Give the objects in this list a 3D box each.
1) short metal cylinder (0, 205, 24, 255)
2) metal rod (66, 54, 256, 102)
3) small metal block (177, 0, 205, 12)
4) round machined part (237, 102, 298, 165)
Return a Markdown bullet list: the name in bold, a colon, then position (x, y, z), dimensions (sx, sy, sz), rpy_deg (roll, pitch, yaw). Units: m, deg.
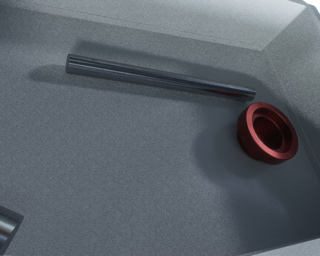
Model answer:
- **short metal cylinder**: position (-0.149, 0.093, 0.233), dimensions (0.050, 0.080, 0.080), rpy_deg (30, 52, -10)
- **metal rod**: position (0.018, -0.070, 0.459), dimensions (0.302, 0.025, 0.025), rpy_deg (5, 60, -26)
- **small metal block**: position (0.058, -0.259, 0.600), dimensions (0.050, 0.025, 0.050), rpy_deg (44, 51, 2)
- **round machined part**: position (0.159, 0.012, 0.476), dimensions (0.099, 0.042, 0.098), rpy_deg (14, 56, -21)
